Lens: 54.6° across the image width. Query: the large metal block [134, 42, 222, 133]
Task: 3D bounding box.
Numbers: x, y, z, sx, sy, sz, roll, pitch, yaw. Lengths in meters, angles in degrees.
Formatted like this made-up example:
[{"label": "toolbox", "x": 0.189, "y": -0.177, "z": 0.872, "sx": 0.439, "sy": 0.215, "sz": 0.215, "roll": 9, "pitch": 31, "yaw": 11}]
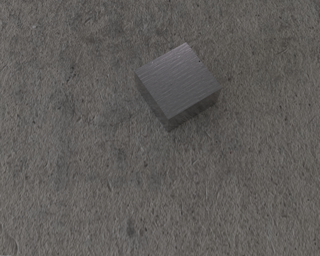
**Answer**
[{"label": "large metal block", "x": 0.023, "y": -0.054, "z": 0.415, "sx": 0.080, "sy": 0.050, "sz": 0.080, "roll": -31, "pitch": 73, "yaw": -11}]
